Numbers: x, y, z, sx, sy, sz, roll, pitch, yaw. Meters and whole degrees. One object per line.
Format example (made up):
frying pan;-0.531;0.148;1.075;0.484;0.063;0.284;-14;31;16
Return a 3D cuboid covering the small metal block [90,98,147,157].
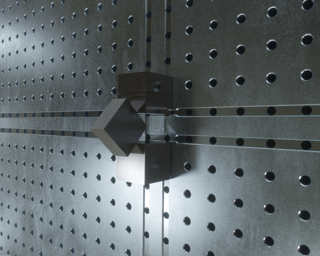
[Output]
small metal block;-0.049;-0.001;0.377;0.025;0.050;0.050;1;48;40

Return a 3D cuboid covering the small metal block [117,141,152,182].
small metal block;-0.031;0.043;0.416;0.025;0.050;0.050;2;91;40

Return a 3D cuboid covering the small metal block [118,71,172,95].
small metal block;-0.019;-0.057;0.406;0.050;0.050;0.025;3;92;39

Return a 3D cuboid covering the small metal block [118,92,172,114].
small metal block;-0.020;-0.031;0.407;0.050;0.050;0.025;3;92;39

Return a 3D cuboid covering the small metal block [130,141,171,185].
small metal block;-0.012;0.043;0.399;0.025;0.050;0.050;2;91;40
